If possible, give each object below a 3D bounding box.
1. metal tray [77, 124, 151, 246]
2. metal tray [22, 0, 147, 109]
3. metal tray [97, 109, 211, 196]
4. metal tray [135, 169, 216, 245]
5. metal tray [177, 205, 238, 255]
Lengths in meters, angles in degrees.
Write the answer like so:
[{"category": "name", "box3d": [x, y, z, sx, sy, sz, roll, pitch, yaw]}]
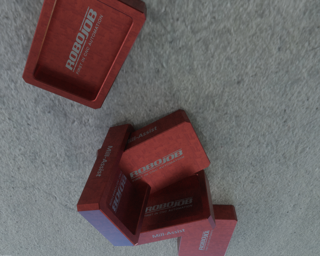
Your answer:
[{"category": "metal tray", "box3d": [-0.047, 0.069, 0.394, 0.030, 0.130, 0.090, -11, 130, 24]}, {"category": "metal tray", "box3d": [-0.081, -0.088, 0.327, 0.091, 0.030, 0.129, 22, 127, -18]}, {"category": "metal tray", "box3d": [-0.007, 0.041, 0.420, 0.130, 0.030, 0.090, -26, 126, 4]}, {"category": "metal tray", "box3d": [0.011, 0.117, 0.464, 0.130, 0.090, 0.030, -16, 128, 13]}, {"category": "metal tray", "box3d": [0.083, 0.191, 0.568, 0.091, 0.030, 0.129, 2, 130, -2]}]
